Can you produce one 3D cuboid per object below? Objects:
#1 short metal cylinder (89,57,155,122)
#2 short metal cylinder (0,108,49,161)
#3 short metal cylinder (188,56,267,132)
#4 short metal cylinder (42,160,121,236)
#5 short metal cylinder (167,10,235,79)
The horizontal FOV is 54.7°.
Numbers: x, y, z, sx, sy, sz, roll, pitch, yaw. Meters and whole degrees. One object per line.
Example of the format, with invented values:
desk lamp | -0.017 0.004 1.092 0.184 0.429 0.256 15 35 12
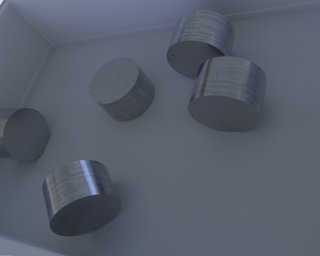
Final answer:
short metal cylinder | -0.055 -0.056 0.451 0.080 0.050 0.080 -13 56 20
short metal cylinder | -0.221 0.009 0.478 0.050 0.080 0.080 2 63 29
short metal cylinder | 0.076 -0.036 0.352 0.080 0.080 0.050 2 63 29
short metal cylinder | -0.093 0.083 0.366 0.080 0.080 0.050 -35 52 5
short metal cylinder | 0.054 -0.106 0.407 0.080 0.080 0.050 3 63 29
